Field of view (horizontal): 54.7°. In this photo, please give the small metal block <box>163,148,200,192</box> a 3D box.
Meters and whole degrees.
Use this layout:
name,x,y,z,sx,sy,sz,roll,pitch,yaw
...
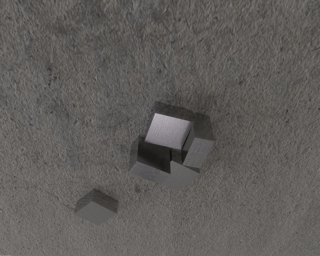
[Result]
name,x,y,z,sx,sy,sz,roll,pitch,yaw
small metal block,0.023,0.063,0.461,0.050,0.025,0.050,27,125,-22

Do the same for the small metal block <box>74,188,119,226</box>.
name,x,y,z,sx,sy,sz,roll,pitch,yaw
small metal block,-0.107,0.134,0.520,0.050,0.025,0.050,37,121,-27

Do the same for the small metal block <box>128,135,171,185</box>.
name,x,y,z,sx,sy,sz,roll,pitch,yaw
small metal block,-0.014,0.044,0.428,0.050,0.050,0.025,24,126,-19

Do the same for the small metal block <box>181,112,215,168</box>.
name,x,y,z,sx,sy,sz,roll,pitch,yaw
small metal block,0.047,0.016,0.405,0.025,0.050,0.050,12,129,-10

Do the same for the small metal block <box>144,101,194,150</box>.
name,x,y,z,sx,sy,sz,roll,pitch,yaw
small metal block,0.011,-0.003,0.405,0.050,0.025,0.050,13,129,-11
